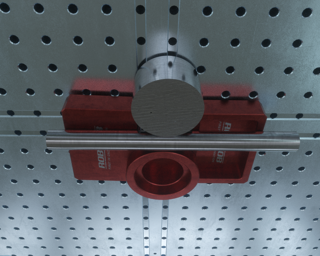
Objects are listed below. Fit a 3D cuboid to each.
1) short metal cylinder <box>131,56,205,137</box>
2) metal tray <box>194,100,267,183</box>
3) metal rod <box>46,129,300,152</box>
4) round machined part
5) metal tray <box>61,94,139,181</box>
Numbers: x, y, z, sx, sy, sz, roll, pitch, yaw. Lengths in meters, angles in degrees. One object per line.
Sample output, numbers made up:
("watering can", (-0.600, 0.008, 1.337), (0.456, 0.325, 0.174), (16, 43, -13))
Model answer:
("short metal cylinder", (0.009, -0.036, 0.359), (0.081, 0.050, 0.079), (0, 130, 0))
("metal tray", (0.084, 0.023, 0.423), (0.091, 0.030, 0.129), (0, 130, -1))
("metal rod", (0.017, 0.015, 0.380), (0.302, 0.025, 0.025), (0, 130, -1))
("round machined part", (0.004, 0.053, 0.429), (0.099, 0.042, 0.097), (0, 130, 0))
("metal tray", (-0.074, 0.018, 0.416), (0.091, 0.030, 0.129), (2, 130, -2))
